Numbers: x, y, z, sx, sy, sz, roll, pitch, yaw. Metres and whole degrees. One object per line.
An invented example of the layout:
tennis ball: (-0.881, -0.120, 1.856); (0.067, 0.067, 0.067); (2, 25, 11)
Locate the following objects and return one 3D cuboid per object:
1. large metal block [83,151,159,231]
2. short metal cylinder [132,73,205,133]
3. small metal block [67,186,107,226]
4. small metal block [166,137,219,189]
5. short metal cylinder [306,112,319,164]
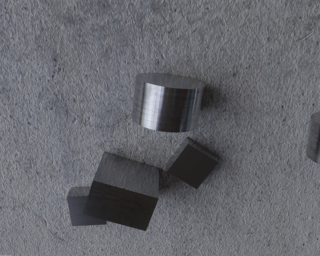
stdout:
large metal block: (-0.048, 0.081, 0.410); (0.080, 0.080, 0.050); (17, 109, -7)
short metal cylinder: (0.009, -0.033, 0.369); (0.081, 0.080, 0.050); (7, 110, -3)
small metal block: (-0.103, 0.113, 0.450); (0.050, 0.025, 0.050); (-3, 110, 0)
small metal block: (0.044, 0.048, 0.428); (0.050, 0.025, 0.050); (32, 107, -12)
short metal cylinder: (0.230, 0.014, 0.389); (0.081, 0.080, 0.050); (-2, 110, 0)
